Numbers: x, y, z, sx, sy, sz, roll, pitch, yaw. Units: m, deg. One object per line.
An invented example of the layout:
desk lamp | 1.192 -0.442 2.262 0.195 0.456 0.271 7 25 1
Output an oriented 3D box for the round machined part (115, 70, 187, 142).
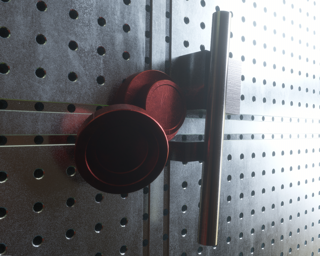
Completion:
round machined part | -0.004 -0.025 0.394 0.099 0.042 0.097 0 90 -40

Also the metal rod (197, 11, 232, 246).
metal rod | 0.071 -0.002 0.403 0.025 0.025 0.298 7 85 -40

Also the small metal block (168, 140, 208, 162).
small metal block | 0.035 0.030 0.422 0.050 0.050 0.025 0 90 -40

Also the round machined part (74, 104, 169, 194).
round machined part | -0.043 0.020 0.343 0.099 0.042 0.097 -4 110 -12

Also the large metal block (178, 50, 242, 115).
large metal block | 0.074 -0.062 0.454 0.081 0.050 0.080 5 87 -40
